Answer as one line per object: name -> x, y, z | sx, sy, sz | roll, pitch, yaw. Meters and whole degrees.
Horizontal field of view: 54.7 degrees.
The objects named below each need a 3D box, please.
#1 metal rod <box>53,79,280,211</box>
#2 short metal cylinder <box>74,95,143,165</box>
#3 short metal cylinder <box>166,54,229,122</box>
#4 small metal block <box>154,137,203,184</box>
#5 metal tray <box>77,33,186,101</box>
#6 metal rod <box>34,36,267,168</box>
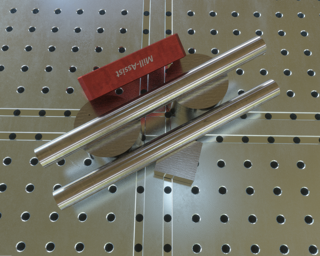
metal rod -> 0.016, 0.015, 0.379 | 0.302, 0.025, 0.025 | -27, 73, -10
short metal cylinder -> -0.063, 0.005, 0.396 | 0.081, 0.050, 0.080 | 0, 70, 0
short metal cylinder -> 0.047, -0.053, 0.419 | 0.081, 0.050, 0.080 | 0, 70, 0
small metal block -> 0.023, 0.039, 0.397 | 0.050, 0.025, 0.050 | 14, 71, 4
metal tray -> -0.041, -0.079, 0.404 | 0.131, 0.090, 0.030 | -27, 105, -10
metal rod -> -0.002, -0.036, 0.371 | 0.302, 0.025, 0.025 | -28, 73, -10
